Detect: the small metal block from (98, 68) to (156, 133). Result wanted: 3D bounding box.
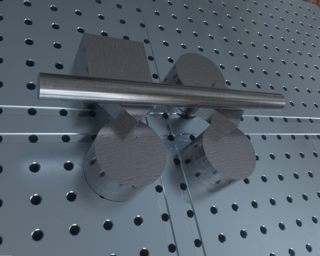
[{"bbox_3d":[-0.033,-0.032,0.346,0.050,0.025,0.050,42,51,1],"label":"small metal block"}]

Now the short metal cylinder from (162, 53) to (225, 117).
[{"bbox_3d":[0.048,-0.063,0.456,0.081,0.050,0.080,14,56,-21],"label":"short metal cylinder"}]

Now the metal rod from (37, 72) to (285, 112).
[{"bbox_3d":[0.025,-0.036,0.347,0.303,0.025,0.025,1,62,-28],"label":"metal rod"}]

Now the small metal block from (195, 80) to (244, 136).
[{"bbox_3d":[0.081,-0.027,0.404,0.050,0.025,0.050,35,51,-5],"label":"small metal block"}]

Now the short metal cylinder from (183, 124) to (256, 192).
[{"bbox_3d":[0.078,0.039,0.410,0.081,0.050,0.080,14,56,-21],"label":"short metal cylinder"}]

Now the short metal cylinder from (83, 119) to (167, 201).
[{"bbox_3d":[-0.040,0.036,0.347,0.081,0.050,0.080,14,56,-21],"label":"short metal cylinder"}]

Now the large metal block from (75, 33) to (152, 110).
[{"bbox_3d":[-0.061,-0.070,0.401,0.081,0.050,0.080,1,61,-28],"label":"large metal block"}]
